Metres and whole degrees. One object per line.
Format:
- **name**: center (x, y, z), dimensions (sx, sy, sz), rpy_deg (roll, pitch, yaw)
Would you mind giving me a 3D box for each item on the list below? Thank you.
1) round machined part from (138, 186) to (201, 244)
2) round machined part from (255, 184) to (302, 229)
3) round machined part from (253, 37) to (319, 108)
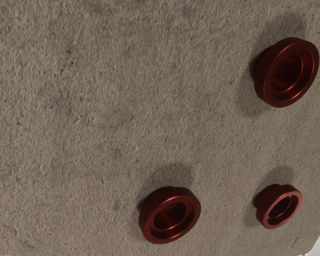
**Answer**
- **round machined part**: center (0.011, 0.131, 0.485), dimensions (0.099, 0.042, 0.097), rpy_deg (-14, 125, -21)
- **round machined part**: center (0.231, 0.151, 0.619), dimensions (0.099, 0.042, 0.097), rpy_deg (-14, 125, -21)
- **round machined part**: center (0.174, -0.081, 0.443), dimensions (0.099, 0.042, 0.097), rpy_deg (-14, 125, -21)
